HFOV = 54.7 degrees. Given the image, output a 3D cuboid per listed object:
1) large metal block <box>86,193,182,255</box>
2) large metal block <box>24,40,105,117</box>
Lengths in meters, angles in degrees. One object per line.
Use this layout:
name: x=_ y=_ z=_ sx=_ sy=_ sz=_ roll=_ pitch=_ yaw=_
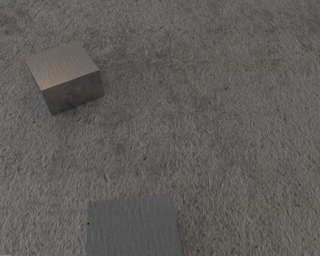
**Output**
large metal block: x=-0.024 y=0.113 z=0.292 sx=0.081 sy=0.050 sz=0.080 roll=-5 pitch=50 yaw=-5
large metal block: x=-0.137 y=-0.074 z=0.448 sx=0.081 sy=0.050 sz=0.080 roll=-25 pitch=55 yaw=-20
